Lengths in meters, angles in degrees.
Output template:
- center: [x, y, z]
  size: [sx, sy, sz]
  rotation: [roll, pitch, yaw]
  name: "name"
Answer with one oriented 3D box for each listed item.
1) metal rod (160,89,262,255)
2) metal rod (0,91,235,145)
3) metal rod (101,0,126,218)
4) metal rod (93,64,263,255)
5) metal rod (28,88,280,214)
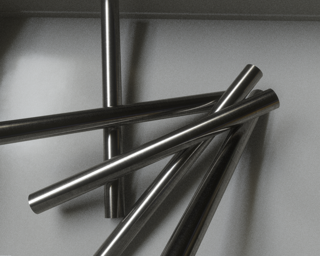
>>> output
- center: [0.065, 0.044, 0.328]
  size: [0.025, 0.025, 0.301]
  rotation: [30, 47, 10]
  name: "metal rod"
- center: [-0.031, -0.018, 0.378]
  size: [0.302, 0.025, 0.025]
  rotation: [-10, 70, -19]
  name: "metal rod"
- center: [-0.062, -0.039, 0.401]
  size: [0.025, 0.025, 0.299]
  rotation: [-3, 78, -1]
  name: "metal rod"
- center: [0.027, 0.040, 0.377]
  size: [0.025, 0.025, 0.300]
  rotation: [38, 81, 12]
  name: "metal rod"
- center: [-0.006, 0.026, 0.357]
  size: [0.301, 0.025, 0.025]
  rotation: [-24, 72, -1]
  name: "metal rod"
